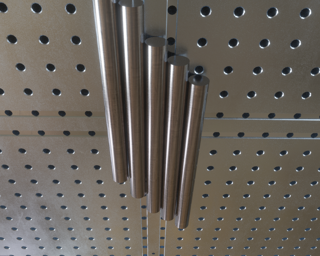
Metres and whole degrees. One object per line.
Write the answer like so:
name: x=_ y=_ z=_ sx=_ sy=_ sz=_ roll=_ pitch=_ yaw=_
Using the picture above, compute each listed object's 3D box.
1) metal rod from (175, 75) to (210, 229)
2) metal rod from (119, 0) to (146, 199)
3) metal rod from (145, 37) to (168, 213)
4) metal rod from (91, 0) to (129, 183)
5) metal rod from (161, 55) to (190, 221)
metal rod: x=0.042 y=0.057 z=0.460 sx=0.025 sy=0.025 sz=0.298 roll=1 pitch=130 yaw=-1
metal rod: x=-0.032 y=-0.010 z=0.401 sx=0.025 sy=0.025 sz=0.298 roll=1 pitch=130 yaw=-1
metal rod: x=-0.007 y=0.021 z=0.428 sx=0.025 sy=0.025 sz=0.298 roll=1 pitch=130 yaw=-1
metal rod: x=-0.057 y=-0.039 z=0.377 sx=0.025 sy=0.025 sz=0.298 roll=1 pitch=130 yaw=-1
metal rod: x=0.017 y=0.038 z=0.443 sx=0.025 sy=0.025 sz=0.298 roll=1 pitch=130 yaw=-1
